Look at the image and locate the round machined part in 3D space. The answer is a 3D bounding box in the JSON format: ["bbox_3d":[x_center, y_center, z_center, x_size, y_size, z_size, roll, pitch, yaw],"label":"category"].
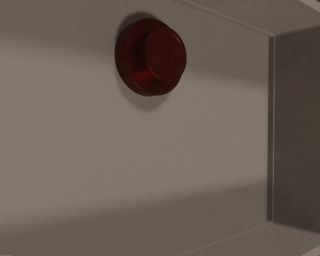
[{"bbox_3d":[-0.004,-0.090,0.394,0.099,0.042,0.097,0,90,-40],"label":"round machined part"}]
